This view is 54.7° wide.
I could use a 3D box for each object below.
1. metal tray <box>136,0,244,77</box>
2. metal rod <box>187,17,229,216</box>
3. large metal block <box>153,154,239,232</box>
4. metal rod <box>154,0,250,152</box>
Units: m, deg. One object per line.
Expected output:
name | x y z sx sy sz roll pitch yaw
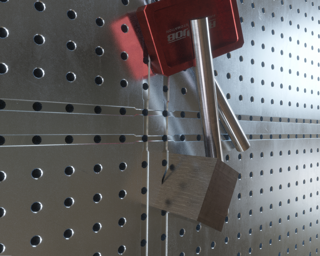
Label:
metal tray | 0.044 -0.132 0.411 0.131 0.030 0.089 -24 112 -17
metal rod | 0.072 0.001 0.435 0.025 0.025 0.298 -30 120 -36
large metal block | 0.048 0.084 0.416 0.050 0.080 0.080 35 69 -35
metal rod | 0.068 -0.080 0.467 0.025 0.025 0.299 -49 119 -29
